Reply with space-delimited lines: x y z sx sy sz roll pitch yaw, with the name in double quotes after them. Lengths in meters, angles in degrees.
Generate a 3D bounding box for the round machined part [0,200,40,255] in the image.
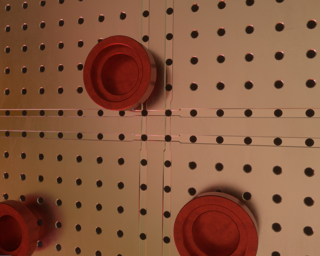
-0.229 0.161 0.482 0.098 0.042 0.097 0 90 19 "round machined part"

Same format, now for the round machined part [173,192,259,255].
0.069 0.127 0.379 0.098 0.042 0.097 0 90 19 "round machined part"

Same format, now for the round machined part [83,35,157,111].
-0.050 -0.072 0.420 0.098 0.042 0.097 0 90 19 "round machined part"
